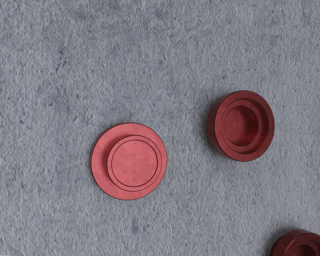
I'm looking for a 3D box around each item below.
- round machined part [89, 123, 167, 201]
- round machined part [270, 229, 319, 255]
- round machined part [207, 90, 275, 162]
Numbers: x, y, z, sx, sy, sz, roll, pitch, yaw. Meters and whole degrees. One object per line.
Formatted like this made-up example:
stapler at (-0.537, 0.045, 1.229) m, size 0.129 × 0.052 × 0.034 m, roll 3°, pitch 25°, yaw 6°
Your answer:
round machined part at (-0.037, 0.042, 0.386) m, size 0.099 × 0.042 × 0.097 m, roll 0°, pitch 90°, yaw -20°
round machined part at (0.211, 0.204, 0.478) m, size 0.099 × 0.042 × 0.097 m, roll 0°, pitch 90°, yaw -20°
round machined part at (0.110, -0.003, 0.440) m, size 0.099 × 0.042 × 0.097 m, roll 0°, pitch 90°, yaw -20°
